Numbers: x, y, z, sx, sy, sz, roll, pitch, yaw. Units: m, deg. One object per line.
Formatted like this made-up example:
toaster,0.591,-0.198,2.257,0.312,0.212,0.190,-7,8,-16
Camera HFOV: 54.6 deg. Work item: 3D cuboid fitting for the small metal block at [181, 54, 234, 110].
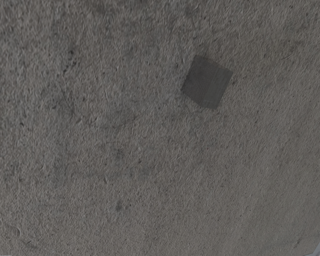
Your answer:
small metal block,0.057,-0.057,0.386,0.025,0.050,0.050,8,114,-32
